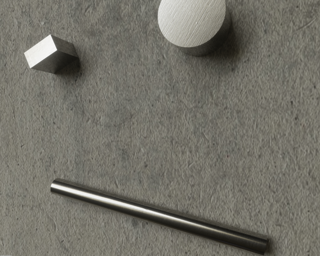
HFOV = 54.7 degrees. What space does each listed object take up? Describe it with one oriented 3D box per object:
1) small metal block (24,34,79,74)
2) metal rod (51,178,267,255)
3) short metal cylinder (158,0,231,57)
[{"bbox_3d":[-0.157,-0.106,0.451,0.050,0.050,0.025,-27,81,18],"label":"small metal block"},{"bbox_3d":[-0.016,0.113,0.414,0.301,0.025,0.025,11,94,19],"label":"metal rod"},{"bbox_3d":[0.044,-0.133,0.380,0.080,0.050,0.080,0,90,20],"label":"short metal cylinder"}]
